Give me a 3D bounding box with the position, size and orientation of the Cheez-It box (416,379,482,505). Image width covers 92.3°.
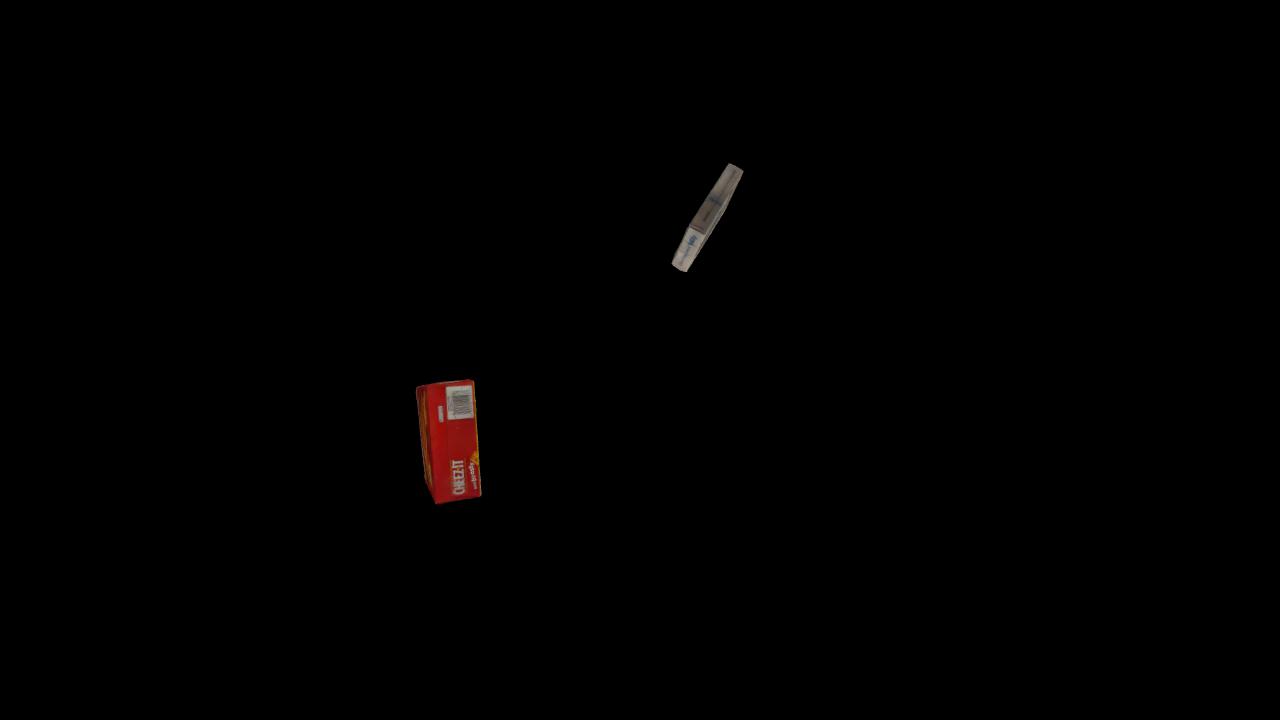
[{"bbox_3d":[-0.295,0.116,0.936,0.071,0.166,0.223,-4,-1,-23],"label":"Cheez-It box"}]

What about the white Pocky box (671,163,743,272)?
[{"bbox_3d":[0.096,-0.202,0.869,0.028,0.154,0.084,29,-33,3],"label":"white Pocky box"}]
